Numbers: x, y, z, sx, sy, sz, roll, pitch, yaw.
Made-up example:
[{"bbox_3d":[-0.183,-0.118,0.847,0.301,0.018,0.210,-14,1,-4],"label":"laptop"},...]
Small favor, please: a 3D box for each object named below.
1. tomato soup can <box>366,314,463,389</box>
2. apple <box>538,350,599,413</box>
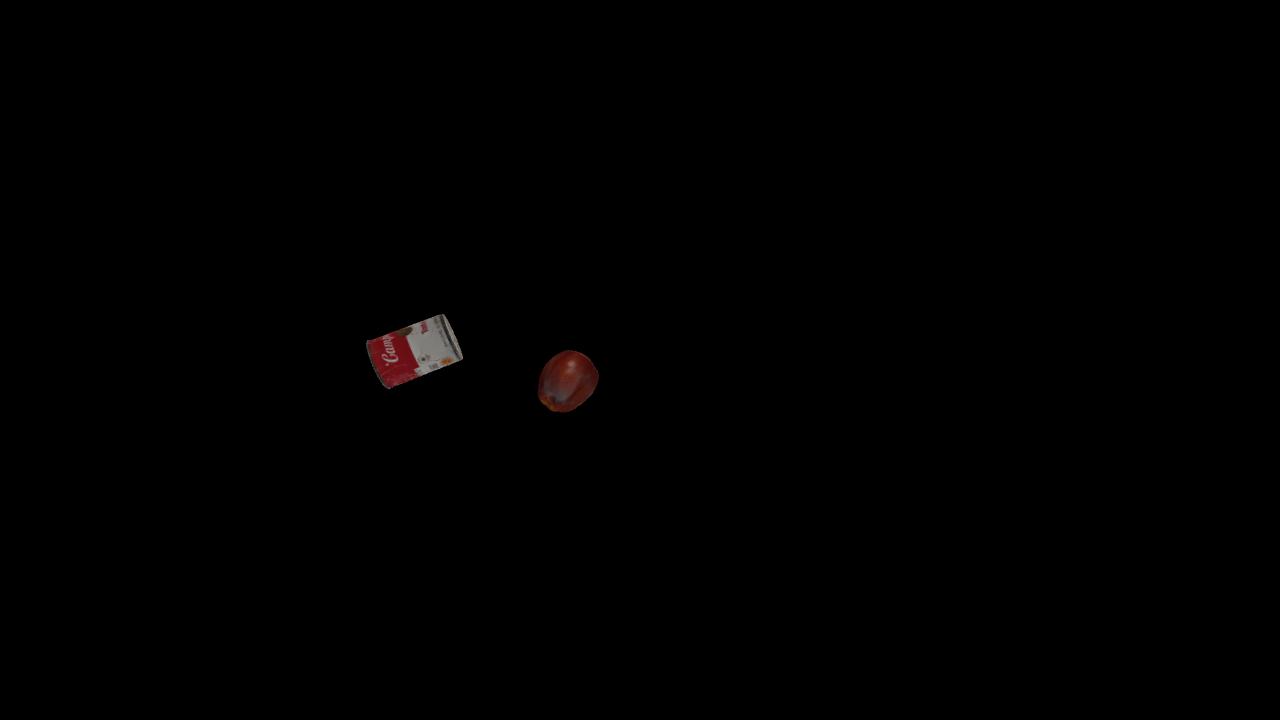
[{"bbox_3d":[-0.289,-0.012,0.796,0.101,0.068,0.068,-22,4,-11],"label":"tomato soup can"},{"bbox_3d":[-0.103,0.028,0.865,0.079,0.093,0.079,25,-27,14],"label":"apple"}]
